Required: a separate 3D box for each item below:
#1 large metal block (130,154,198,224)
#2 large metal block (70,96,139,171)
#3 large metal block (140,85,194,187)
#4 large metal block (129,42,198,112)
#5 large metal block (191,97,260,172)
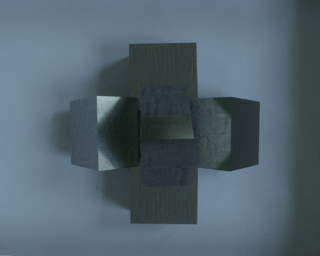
[{"bbox_3d":[0.005,0.076,0.398,0.081,0.050,0.080,1,90,0],"label":"large metal block"},{"bbox_3d":[-0.069,0.005,0.374,0.050,0.080,0.080,-2,91,-36],"label":"large metal block"},{"bbox_3d":[0.005,0.009,0.343,0.050,0.080,0.080,-1,46,-1],"label":"large metal block"},{"bbox_3d":[0.004,-0.062,0.395,0.081,0.050,0.080,-1,90,0],"label":"large metal block"},{"bbox_3d":[0.081,0.006,0.376,0.050,0.081,0.080,2,91,39],"label":"large metal block"}]
